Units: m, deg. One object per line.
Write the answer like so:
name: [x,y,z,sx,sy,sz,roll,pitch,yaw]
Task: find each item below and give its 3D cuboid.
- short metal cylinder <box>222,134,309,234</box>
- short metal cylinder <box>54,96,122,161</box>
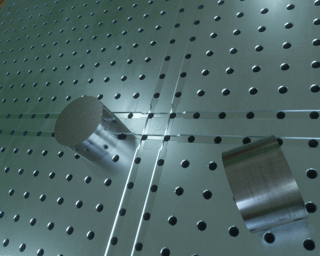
short metal cylinder: [0.097,0.052,0.290,0.050,0.080,0.080,-22,54,15]
short metal cylinder: [-0.103,0.001,0.446,0.080,0.050,0.080,-13,56,21]
